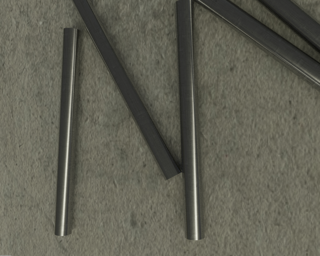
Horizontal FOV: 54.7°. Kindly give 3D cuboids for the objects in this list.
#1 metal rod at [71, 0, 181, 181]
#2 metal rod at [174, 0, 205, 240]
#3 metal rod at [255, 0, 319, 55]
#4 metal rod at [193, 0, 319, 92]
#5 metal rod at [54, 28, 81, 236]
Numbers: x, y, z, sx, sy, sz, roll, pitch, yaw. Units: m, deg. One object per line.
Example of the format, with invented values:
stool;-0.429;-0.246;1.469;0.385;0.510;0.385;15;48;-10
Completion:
metal rod;-0.052;-0.067;0.426;0.025;0.025;0.299;-31;80;17
metal rod;0.038;-0.011;0.395;0.025;0.025;0.298;-3;89;19
metal rod;0.162;-0.119;0.352;0.025;0.025;0.300;-46;76;14
metal rod;0.110;-0.118;0.369;0.300;0.025;0.025;42;103;15
metal rod;-0.136;0.006;0.455;0.025;0.025;0.298;3;91;19
